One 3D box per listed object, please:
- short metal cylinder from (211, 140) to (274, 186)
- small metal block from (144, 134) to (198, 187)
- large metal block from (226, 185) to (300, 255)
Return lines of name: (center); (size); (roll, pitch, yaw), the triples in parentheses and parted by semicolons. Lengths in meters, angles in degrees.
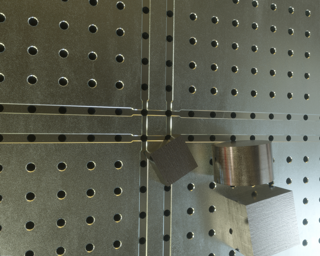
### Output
short metal cylinder: (0.113, 0.046, 0.425); (0.081, 0.080, 0.050); (-5, 92, -20)
small metal block: (0.015, 0.042, 0.418); (0.050, 0.025, 0.050); (-31, 100, -17)
large metal block: (0.151, 0.136, 0.455); (0.081, 0.050, 0.080); (-11, 94, -20)
